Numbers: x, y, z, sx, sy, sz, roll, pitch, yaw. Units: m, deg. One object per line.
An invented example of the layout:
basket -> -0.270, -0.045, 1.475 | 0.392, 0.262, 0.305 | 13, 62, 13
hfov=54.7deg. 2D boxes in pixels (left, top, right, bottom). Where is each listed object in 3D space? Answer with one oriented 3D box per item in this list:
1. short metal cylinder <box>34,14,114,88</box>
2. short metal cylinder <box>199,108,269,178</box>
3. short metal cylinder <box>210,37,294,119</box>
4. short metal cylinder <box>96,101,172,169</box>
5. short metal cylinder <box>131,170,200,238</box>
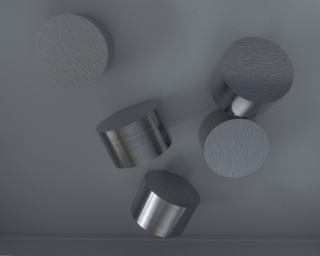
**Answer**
short metal cylinder -> -0.098, -0.091, 0.363 | 0.081, 0.050, 0.079 | 0, 110, 0
short metal cylinder -> 0.094, 0.017, 0.405 | 0.081, 0.050, 0.079 | 0, 111, 0
short metal cylinder -> 0.103, -0.056, 0.357 | 0.081, 0.050, 0.080 | 2, 73, -5
short metal cylinder -> -0.031, 0.007, 0.384 | 0.080, 0.080, 0.050 | -20, 109, 7
short metal cylinder -> 0.007, 0.100, 0.419 | 0.080, 0.080, 0.050 | 22, 109, -8
